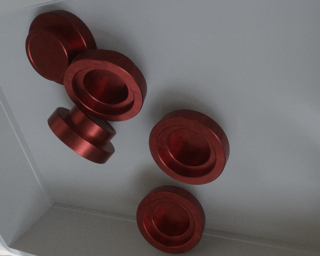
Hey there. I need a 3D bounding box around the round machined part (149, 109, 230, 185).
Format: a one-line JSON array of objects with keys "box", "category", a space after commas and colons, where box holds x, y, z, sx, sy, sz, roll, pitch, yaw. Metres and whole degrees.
[{"box": [0.039, 0.020, 0.389, 0.098, 0.042, 0.097, 13, 124, 21], "category": "round machined part"}]

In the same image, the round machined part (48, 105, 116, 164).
[{"box": [-0.100, 0.002, 0.428, 0.098, 0.098, 0.042, 40, 94, 0], "category": "round machined part"}]

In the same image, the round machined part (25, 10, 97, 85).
[{"box": [-0.135, -0.100, 0.407, 0.098, 0.042, 0.097, 13, 124, 21], "category": "round machined part"}]

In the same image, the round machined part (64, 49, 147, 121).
[{"box": [-0.064, -0.057, 0.383, 0.098, 0.042, 0.097, 9, 139, 8], "category": "round machined part"}]

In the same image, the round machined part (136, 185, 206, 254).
[{"box": [0.019, 0.130, 0.456, 0.098, 0.042, 0.097, 4, 104, 18], "category": "round machined part"}]
